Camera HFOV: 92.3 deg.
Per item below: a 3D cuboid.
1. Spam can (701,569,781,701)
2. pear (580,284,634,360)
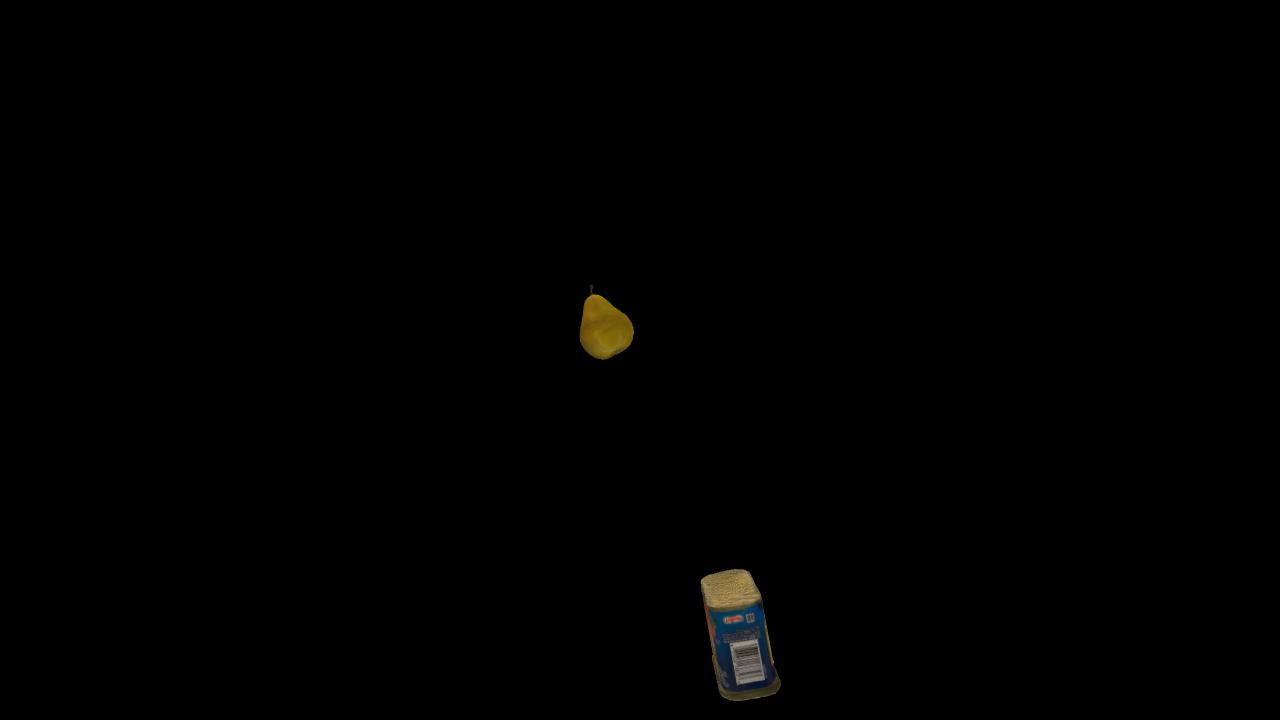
[{"bbox_3d":[0.095,0.263,0.601,0.058,0.085,0.101,-10,-1,0],"label":"Spam can"},{"bbox_3d":[-0.060,-0.058,0.897,0.080,0.111,0.080,-29,-7,-4],"label":"pear"}]
